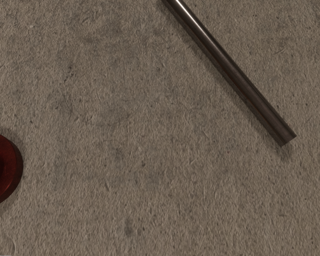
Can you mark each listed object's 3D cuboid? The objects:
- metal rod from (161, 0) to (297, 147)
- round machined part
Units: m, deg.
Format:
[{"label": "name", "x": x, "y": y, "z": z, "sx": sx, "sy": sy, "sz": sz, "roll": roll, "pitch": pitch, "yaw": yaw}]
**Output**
[{"label": "metal rod", "x": 0.086, "y": -0.100, "z": 0.445, "sx": 0.025, "sy": 0.025, "sz": 0.299, "roll": -31, "pitch": 73, "yaw": -11}, {"label": "round machined part", "x": -0.226, "y": 0.049, "z": 0.379, "sx": 0.099, "sy": 0.042, "sz": 0.098, "roll": 0, "pitch": 70, "yaw": -1}]
